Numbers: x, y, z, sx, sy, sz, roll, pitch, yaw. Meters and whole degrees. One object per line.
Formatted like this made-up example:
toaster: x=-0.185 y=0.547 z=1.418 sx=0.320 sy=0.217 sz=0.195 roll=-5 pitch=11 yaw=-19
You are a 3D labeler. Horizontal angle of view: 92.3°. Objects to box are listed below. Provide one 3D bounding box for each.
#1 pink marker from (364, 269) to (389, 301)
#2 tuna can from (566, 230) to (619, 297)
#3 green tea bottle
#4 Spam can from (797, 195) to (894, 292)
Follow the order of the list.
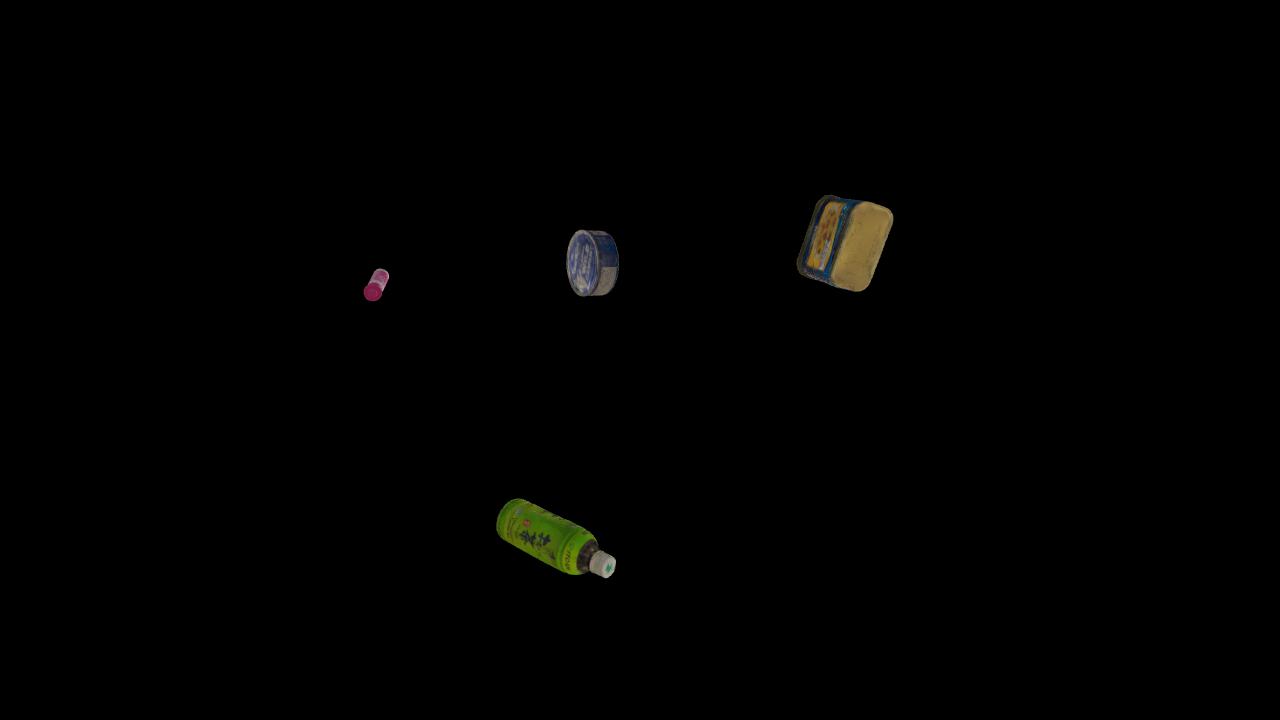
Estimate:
pink marker: x=-0.307 y=-0.088 z=0.716 sx=0.020 sy=0.020 sz=0.121 roll=0 pitch=17 yaw=-18
tuna can: x=-0.061 y=-0.124 z=0.787 sx=0.034 sy=0.084 sz=0.084 roll=-6 pitch=3 yaw=-33
green tea bottle: x=-0.124 y=0.273 z=0.925 sx=0.212 sy=0.073 sz=0.073 roll=13 pitch=8 yaw=35
Spam can: x=0.235 y=-0.135 z=0.710 sx=0.058 sy=0.101 sz=0.085 roll=12 pitch=14 yaw=-14
